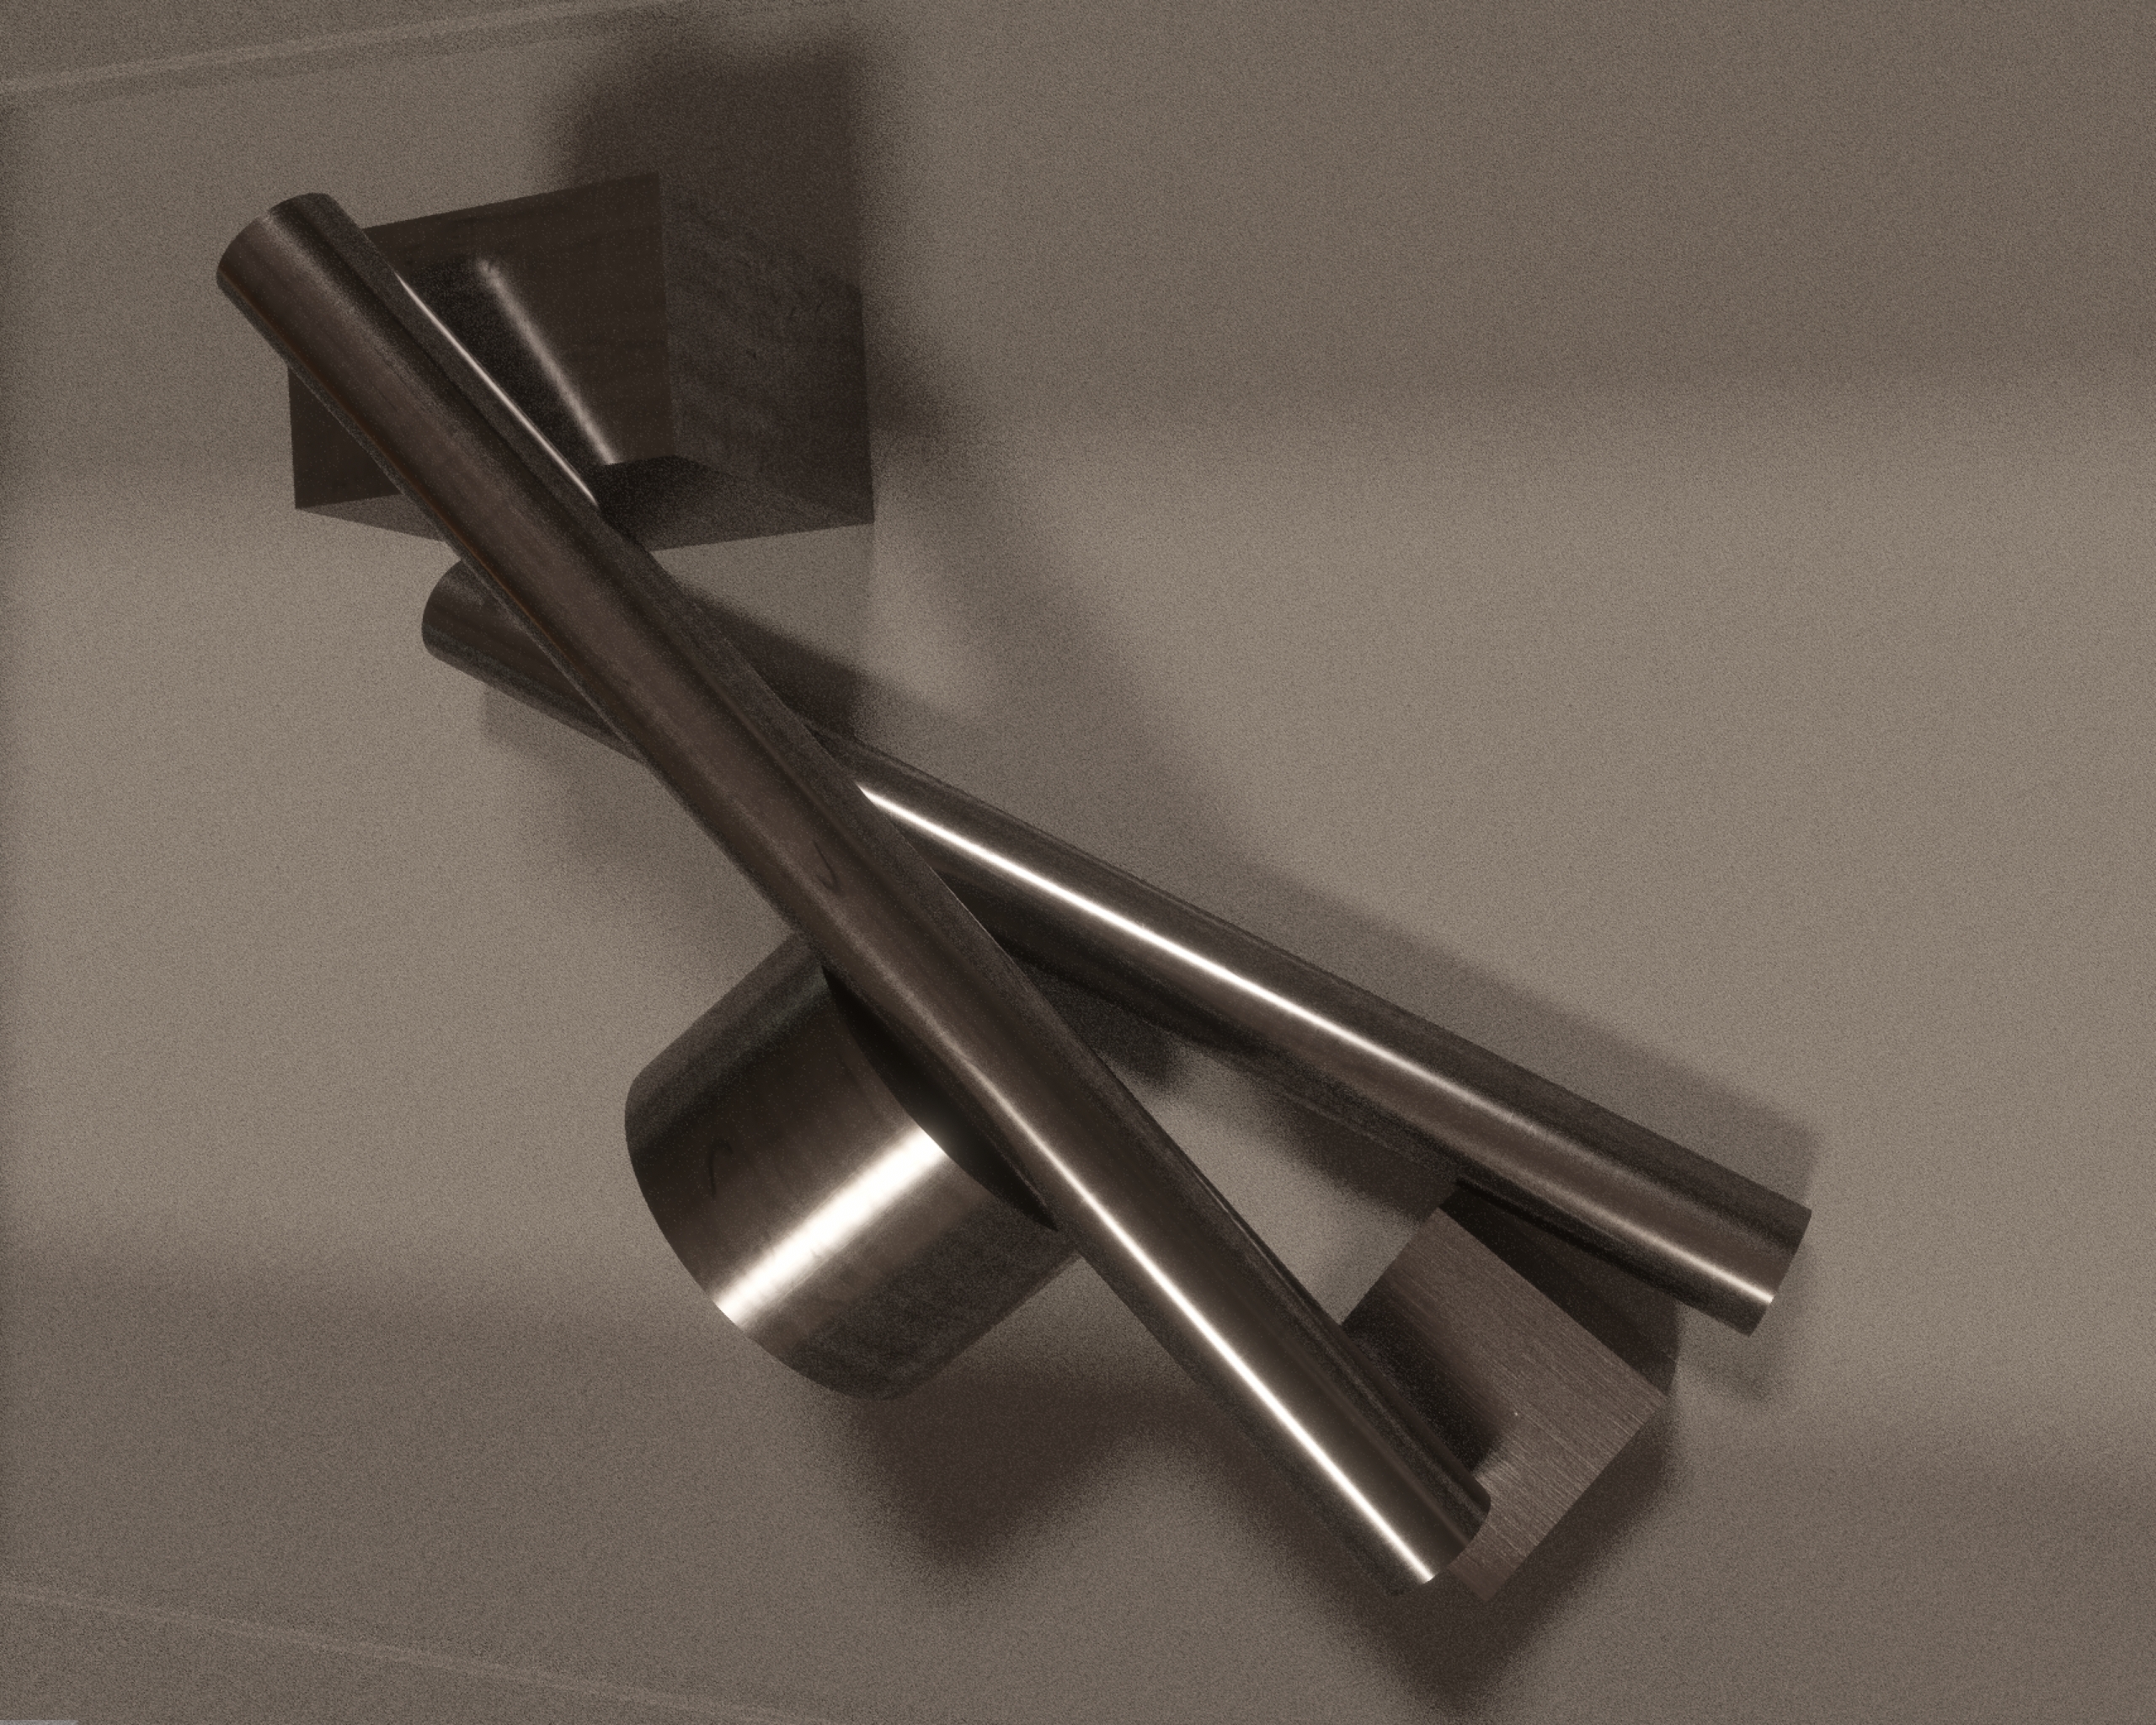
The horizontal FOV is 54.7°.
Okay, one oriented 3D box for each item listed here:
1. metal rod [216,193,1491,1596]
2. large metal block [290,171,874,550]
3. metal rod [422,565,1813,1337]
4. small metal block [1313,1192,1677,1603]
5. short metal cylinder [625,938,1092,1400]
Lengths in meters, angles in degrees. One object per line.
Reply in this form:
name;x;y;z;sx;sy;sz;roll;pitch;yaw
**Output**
metal rod;-0.038;0.005;0.360;0.025;0.025;0.300;-42;90;15
large metal block;-0.096;-0.093;0.413;0.080;0.080;0.050;-4;89;19
metal rod;-0.005;0.008;0.410;0.301;0.025;0.025;26;99;17
small metal block;0.073;0.096;0.383;0.050;0.025;0.050;40;102;15
short metal cylinder;-0.037;0.052;0.391;0.050;0.080;0.080;-42;77;15
